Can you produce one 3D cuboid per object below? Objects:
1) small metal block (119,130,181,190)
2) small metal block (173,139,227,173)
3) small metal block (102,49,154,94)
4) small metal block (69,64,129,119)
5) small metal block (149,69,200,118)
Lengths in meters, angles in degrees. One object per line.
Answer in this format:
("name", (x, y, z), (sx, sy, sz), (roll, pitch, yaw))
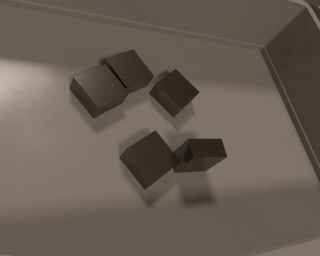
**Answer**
("small metal block", (-0.012, 0.038, 0.377), (0.050, 0.025, 0.050), (-33, 81, -38))
("small metal block", (0.048, 0.036, 0.395), (0.050, 0.050, 0.025), (1, 61, -28))
("small metal block", (-0.045, -0.077, 0.429), (0.050, 0.025, 0.050), (-29, 78, -38))
("small metal block", (-0.077, -0.047, 0.394), (0.050, 0.025, 0.050), (-34, 81, -38))
("small metal block", (0.021, -0.051, 0.450), (0.050, 0.025, 0.050), (45, 51, 3))
